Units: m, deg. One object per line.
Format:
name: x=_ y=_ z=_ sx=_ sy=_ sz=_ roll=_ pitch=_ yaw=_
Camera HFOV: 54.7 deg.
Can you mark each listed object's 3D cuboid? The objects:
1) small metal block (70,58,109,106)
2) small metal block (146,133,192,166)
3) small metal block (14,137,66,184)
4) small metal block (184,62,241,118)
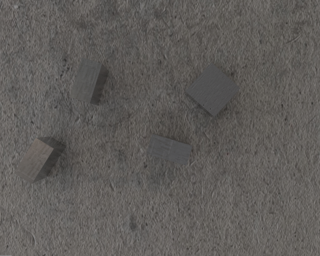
small metal block: x=-0.089 y=-0.057 z=0.397 sx=0.025 sy=0.050 sz=0.050 roll=17 pitch=90 yaw=0
small metal block: x=0.011 y=0.026 z=0.397 sx=0.050 sy=0.050 sz=0.025 roll=17 pitch=90 yaw=0
small metal block: x=-0.151 y=0.039 z=0.396 sx=0.025 sy=0.050 sz=0.050 roll=32 pitch=90 yaw=0
small metal block: x=0.068 y=-0.049 z=0.410 sx=0.050 sy=0.025 sz=0.050 roll=42 pitch=90 yaw=0
